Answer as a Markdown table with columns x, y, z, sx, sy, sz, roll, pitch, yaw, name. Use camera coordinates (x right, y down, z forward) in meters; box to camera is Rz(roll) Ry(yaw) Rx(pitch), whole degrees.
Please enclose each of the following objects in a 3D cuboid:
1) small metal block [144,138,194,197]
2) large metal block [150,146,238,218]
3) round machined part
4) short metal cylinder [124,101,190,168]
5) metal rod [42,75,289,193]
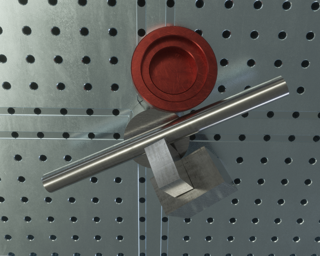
| x | y | z | sx | sy | sz | roll | pitch | yaw | name |
| --- | --- | --- | --- | --- | --- | --- | --- | --- | --- |
| 0.011 | 0.046 | 0.352 | 0.025 | 0.050 | 0.050 | -28 | 150 | 9 | small metal block |
| 0.046 | 0.074 | 0.404 | 0.080 | 0.050 | 0.080 | -33 | 152 | 11 | large metal block |
| 0.015 | -0.066 | 0.368 | 0.099 | 0.042 | 0.097 | 0 | 88 | -6 | round machined part |
| -0.004 | 0.006 | 0.401 | 0.081 | 0.050 | 0.079 | 0 | 110 | -1 | short metal cylinder |
| 0.000 | 0.011 | 0.363 | 0.301 | 0.025 | 0.025 | -23 | 109 | 7 | metal rod |
